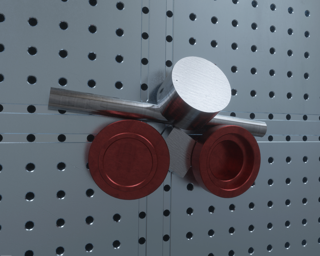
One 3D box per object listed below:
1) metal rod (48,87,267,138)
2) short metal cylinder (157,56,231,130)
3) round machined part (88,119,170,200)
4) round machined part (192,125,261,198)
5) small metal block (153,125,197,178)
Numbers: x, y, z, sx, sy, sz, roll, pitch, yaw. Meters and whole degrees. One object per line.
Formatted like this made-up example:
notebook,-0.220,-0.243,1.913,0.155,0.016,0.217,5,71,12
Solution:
metal rod,0.012,-0.017,0.413,0.302,0.025,0.025,8,88,-20
short metal cylinder,0.042,-0.044,0.395,0.081,0.050,0.080,10,61,-19
round machined part,-0.037,0.038,0.372,0.099,0.042,0.097,0,91,-2
round machined part,0.087,0.044,0.430,0.099,0.042,0.097,-1,93,-23
small metal block,0.021,0.031,0.417,0.050,0.025,0.050,38,78,-16
